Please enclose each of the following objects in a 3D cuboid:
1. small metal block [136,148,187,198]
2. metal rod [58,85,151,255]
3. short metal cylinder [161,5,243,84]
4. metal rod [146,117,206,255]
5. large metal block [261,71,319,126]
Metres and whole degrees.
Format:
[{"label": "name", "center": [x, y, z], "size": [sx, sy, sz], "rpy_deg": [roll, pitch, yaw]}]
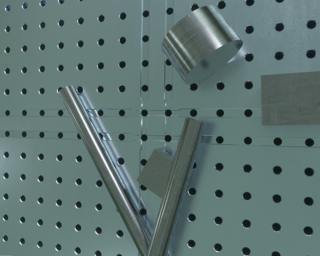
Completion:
[{"label": "small metal block", "center": [0.005, 0.061, 0.410], "size": [0.050, 0.025, 0.050], "rpy_deg": [33, 100, 16]}, {"label": "metal rod", "center": [-0.067, 0.072, 0.434], "size": [0.025, 0.025, 0.299], "rpy_deg": [-32, 80, 17]}, {"label": "short metal cylinder", "center": [0.049, -0.096, 0.366], "size": [0.080, 0.080, 0.050], "rpy_deg": [-36, 79, 16]}, {"label": "metal rod", "center": [0.003, 0.133, 0.383], "size": [0.025, 0.025, 0.298], "rpy_deg": [17, 95, 19]}, {"label": "large metal block", "center": [0.152, -0.028, 0.330], "size": [0.080, 0.080, 0.050], "rpy_deg": [-1, 90, 19]}]
